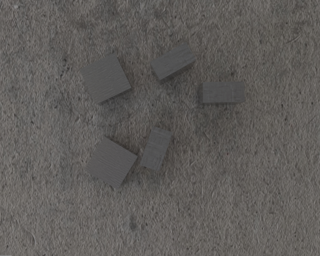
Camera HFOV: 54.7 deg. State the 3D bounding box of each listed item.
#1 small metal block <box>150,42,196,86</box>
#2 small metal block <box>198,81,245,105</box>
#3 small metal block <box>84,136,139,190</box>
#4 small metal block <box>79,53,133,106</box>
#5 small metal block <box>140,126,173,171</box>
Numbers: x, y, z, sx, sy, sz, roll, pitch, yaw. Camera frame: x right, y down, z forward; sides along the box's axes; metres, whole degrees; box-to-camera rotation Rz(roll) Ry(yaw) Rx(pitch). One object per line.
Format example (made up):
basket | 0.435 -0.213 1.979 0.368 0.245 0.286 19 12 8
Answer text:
small metal block | 0.016 -0.081 0.397 0.050 0.050 0.025 -29 90 0
small metal block | 0.077 -0.043 0.398 0.050 0.050 0.025 -1 90 0
small metal block | -0.063 0.045 0.409 0.050 0.025 0.050 31 90 0
small metal block | -0.070 -0.063 0.409 0.050 0.025 0.050 -26 90 0
small metal block | -0.005 0.025 0.397 0.025 0.050 0.050 19 90 0
